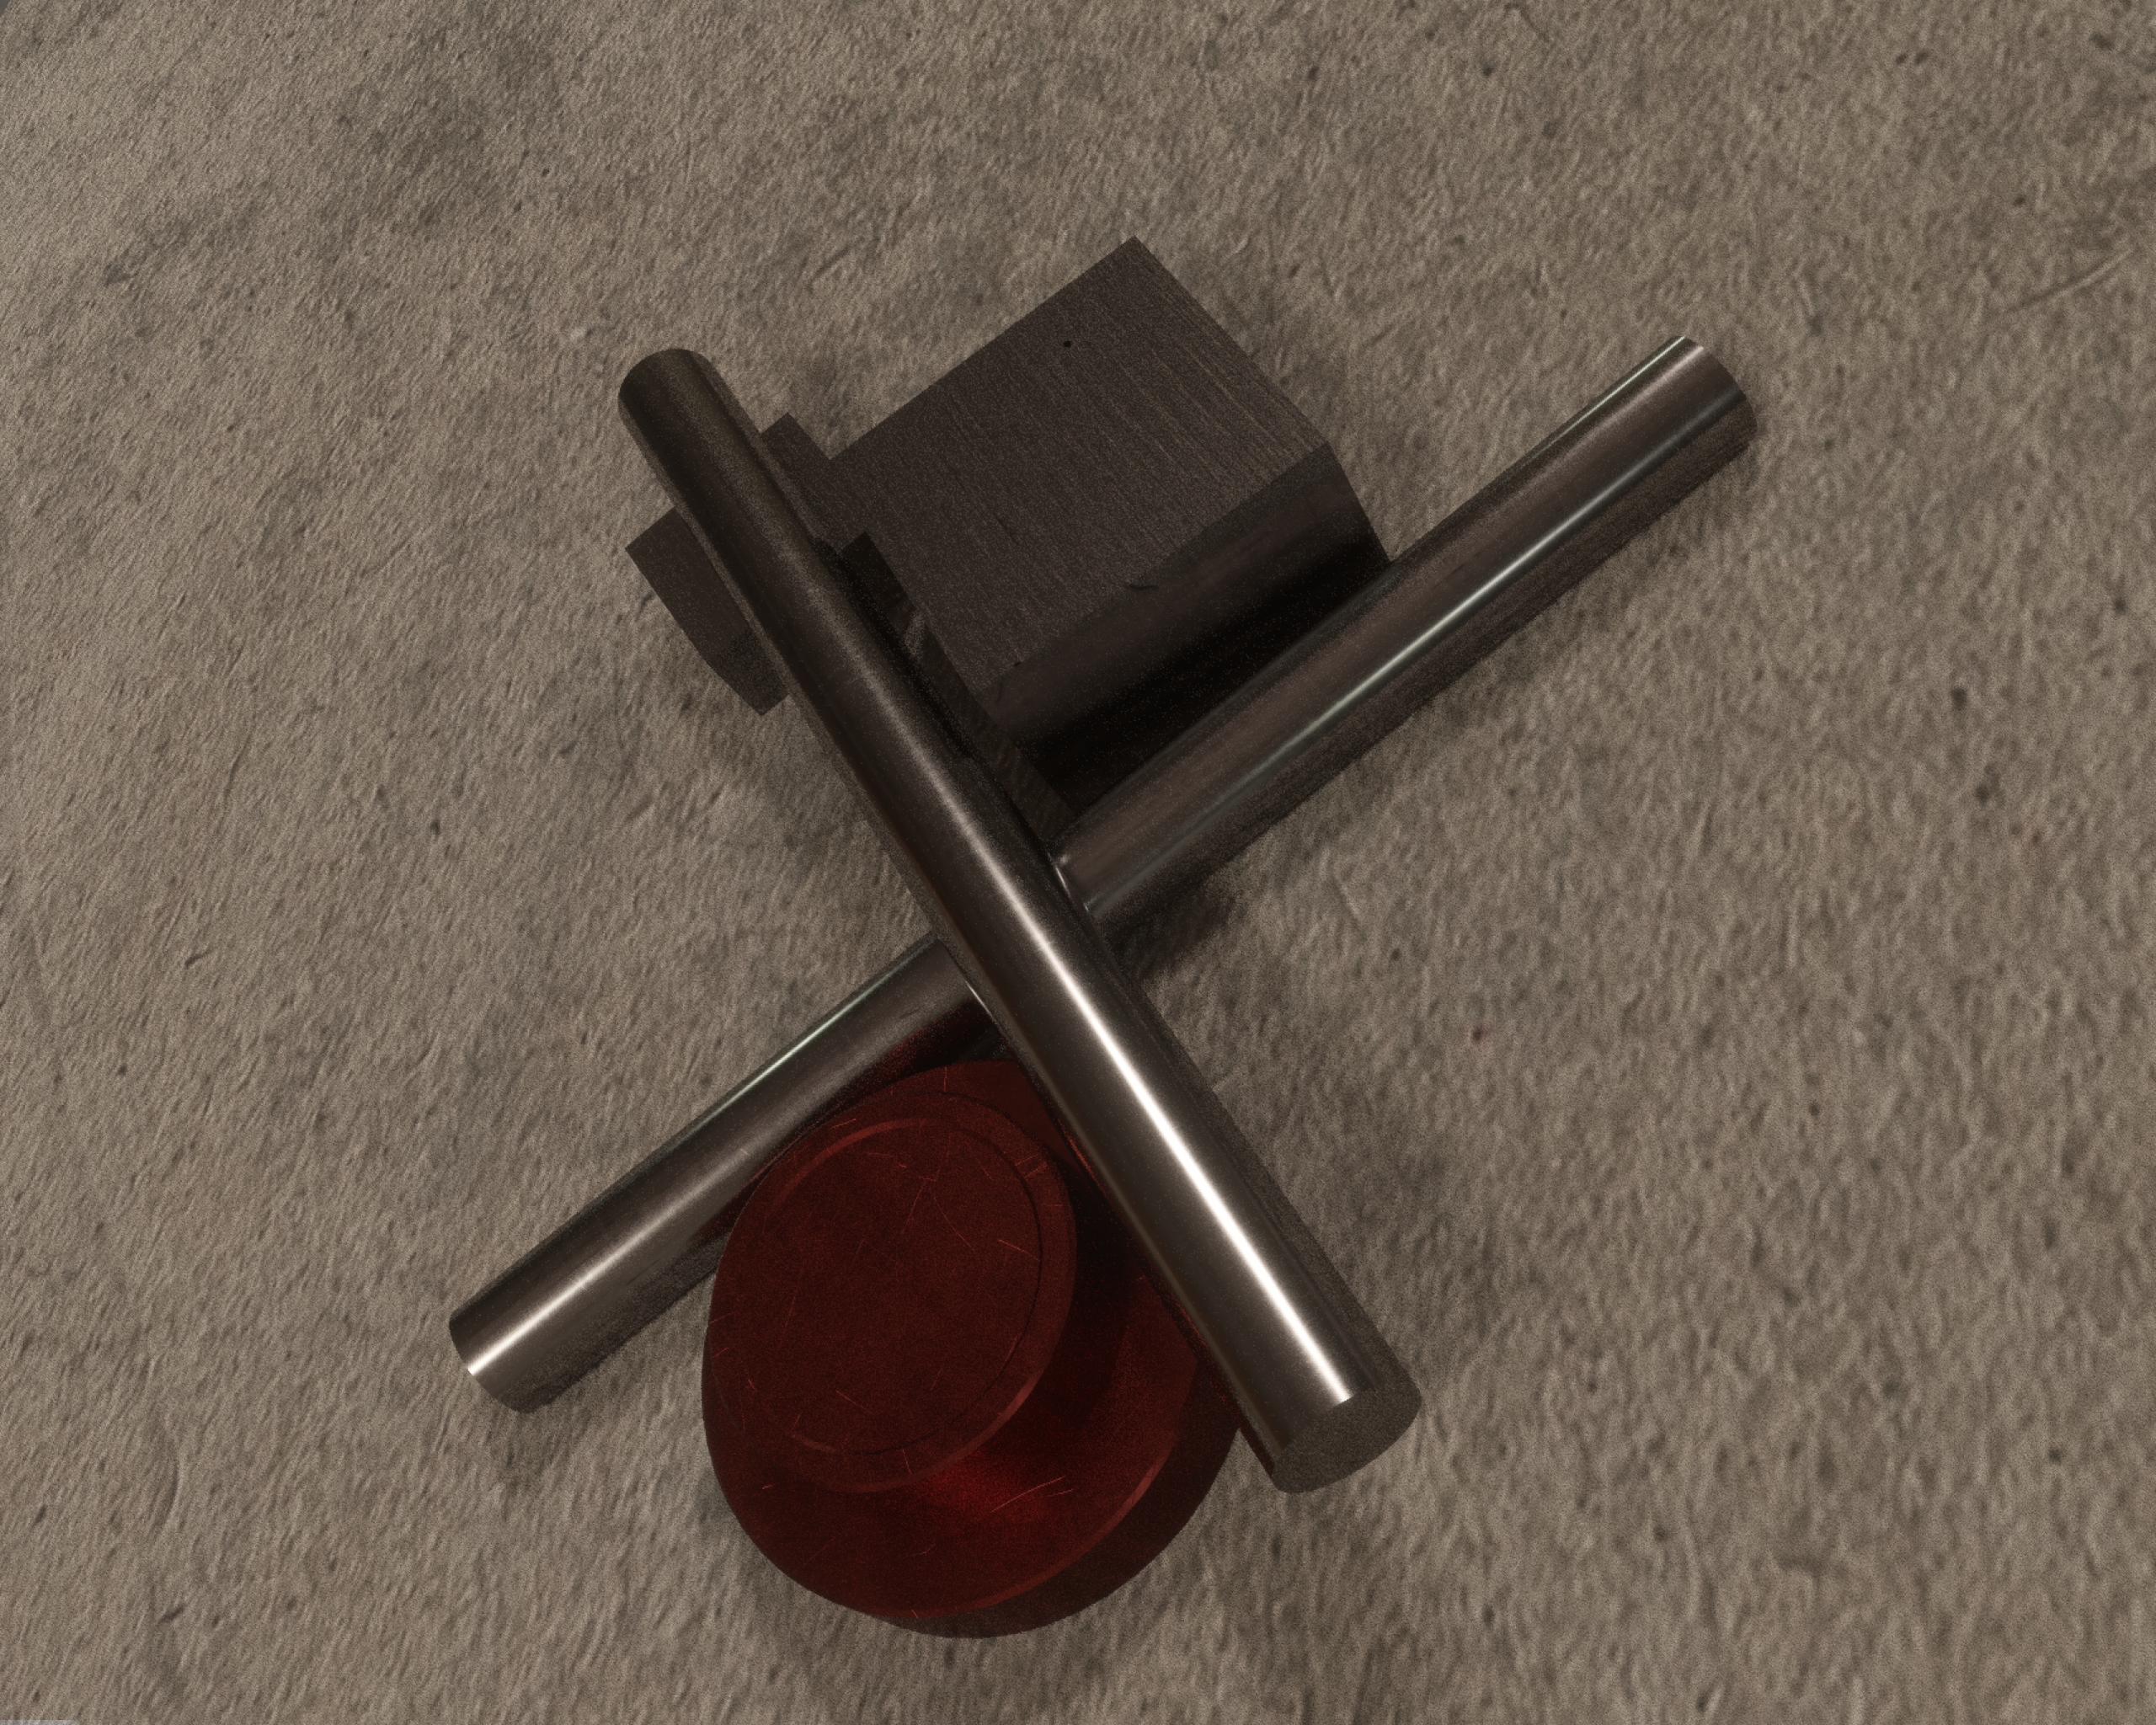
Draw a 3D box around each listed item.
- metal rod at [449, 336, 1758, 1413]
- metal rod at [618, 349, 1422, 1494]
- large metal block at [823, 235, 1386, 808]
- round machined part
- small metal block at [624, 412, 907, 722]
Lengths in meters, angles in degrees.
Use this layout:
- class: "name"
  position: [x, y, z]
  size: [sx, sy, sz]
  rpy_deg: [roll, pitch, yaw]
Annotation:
- class: "metal rod"
  position: [0.004, 0.003, 0.402]
  size: [0.300, 0.025, 0.025]
  rpy_deg: [-39, 51, 1]
- class: "metal rod"
  position: [-0.028, -0.013, 0.394]
  size: [0.025, 0.025, 0.300]
  rpy_deg: [-37, 51, 3]
- class: "large metal block"
  position: [0.007, -0.068, 0.428]
  size: [0.080, 0.050, 0.080]
  rpy_deg: [-36, 51, 4]
- class: "round machined part"
  position: [-0.023, 0.078, 0.357]
  size: [0.098, 0.042, 0.098]
  rpy_deg: [-13, 56, 20]
- class: "small metal block"
  position: [-0.070, -0.069, 0.484]
  size: [0.050, 0.025, 0.050]
  rpy_deg: [-40, 51, 0]
